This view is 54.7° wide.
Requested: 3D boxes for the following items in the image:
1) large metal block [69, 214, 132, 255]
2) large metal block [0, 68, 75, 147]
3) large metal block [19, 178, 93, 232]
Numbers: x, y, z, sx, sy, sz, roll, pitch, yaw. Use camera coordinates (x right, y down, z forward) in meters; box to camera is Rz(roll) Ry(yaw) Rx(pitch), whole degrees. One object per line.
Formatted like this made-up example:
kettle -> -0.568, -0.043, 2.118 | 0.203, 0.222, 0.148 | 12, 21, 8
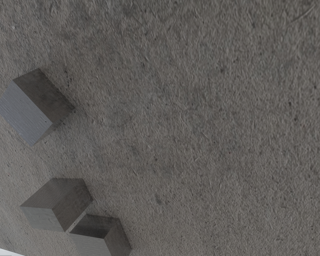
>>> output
large metal block -> -0.109, 0.213, 0.580 | 0.080, 0.050, 0.080 | -3, 117, 29
large metal block -> -0.191, -0.030, 0.473 | 0.080, 0.050, 0.080 | 49, 129, -6
large metal block -> -0.182, 0.134, 0.550 | 0.080, 0.080, 0.050 | -5, 116, 30
